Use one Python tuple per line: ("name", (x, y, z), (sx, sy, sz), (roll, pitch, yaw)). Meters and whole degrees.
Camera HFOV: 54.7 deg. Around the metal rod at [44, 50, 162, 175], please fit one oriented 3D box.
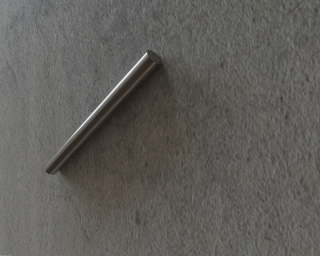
("metal rod", (-0.103, -0.010, 0.487), (0.299, 0.025, 0.025), (-41, 65, 32))
